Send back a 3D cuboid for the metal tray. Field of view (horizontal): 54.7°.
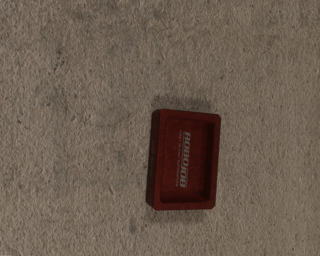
[{"bbox_3d":[0.032,0.043,0.419,0.091,0.030,0.129,5,89,-20],"label":"metal tray"}]
